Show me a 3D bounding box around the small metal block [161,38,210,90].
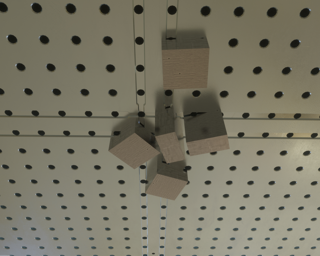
[{"bbox_3d":[0.028,-0.072,0.351,0.050,0.025,0.050,-2,130,1],"label":"small metal block"}]

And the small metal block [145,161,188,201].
[{"bbox_3d":[0.009,0.083,0.483,0.050,0.025,0.050,17,128,-15],"label":"small metal block"}]

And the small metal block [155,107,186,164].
[{"bbox_3d":[0.013,0.009,0.404,0.025,0.050,0.050,-14,129,11],"label":"small metal block"}]

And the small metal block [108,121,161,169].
[{"bbox_3d":[-0.035,0.025,0.432,0.050,0.025,0.050,-34,123,25],"label":"small metal block"}]

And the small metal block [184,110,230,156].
[{"bbox_3d":[0.059,0.006,0.401,0.050,0.050,0.025,-11,129,9],"label":"small metal block"}]
